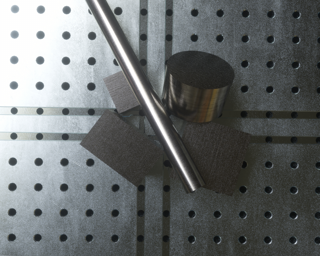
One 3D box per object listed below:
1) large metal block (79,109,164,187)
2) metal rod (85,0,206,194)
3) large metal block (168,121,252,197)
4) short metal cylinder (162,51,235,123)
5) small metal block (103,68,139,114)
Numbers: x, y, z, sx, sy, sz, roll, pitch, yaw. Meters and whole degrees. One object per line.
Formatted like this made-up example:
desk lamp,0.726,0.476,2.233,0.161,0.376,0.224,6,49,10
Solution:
large metal block,-0.043,0.022,0.385,0.080,0.080,0.050,37,90,-1
metal rod,-0.027,-0.060,0.383,0.025,0.025,0.299,-28,79,0
large metal block,0.061,0.034,0.401,0.080,0.050,0.080,18,90,-1
short metal cylinder,0.045,-0.052,0.380,0.081,0.080,0.050,9,134,-1
small metal block,-0.041,-0.051,0.413,0.050,0.025,0.050,-24,90,-1
